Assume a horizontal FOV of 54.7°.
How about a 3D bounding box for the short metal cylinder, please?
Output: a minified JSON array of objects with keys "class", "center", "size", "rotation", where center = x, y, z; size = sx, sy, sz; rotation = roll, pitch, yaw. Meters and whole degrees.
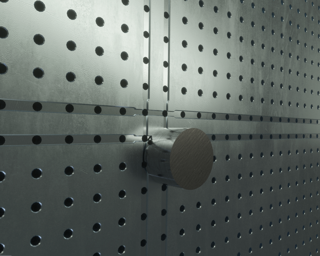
[{"class":"short metal cylinder","center":[0.026,0.039,0.417],"size":[0.081,0.050,0.079],"rotation":[0,90,-40]}]
